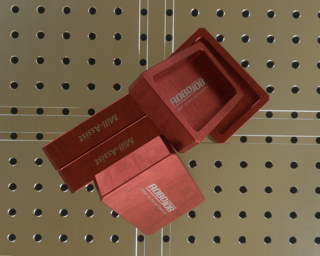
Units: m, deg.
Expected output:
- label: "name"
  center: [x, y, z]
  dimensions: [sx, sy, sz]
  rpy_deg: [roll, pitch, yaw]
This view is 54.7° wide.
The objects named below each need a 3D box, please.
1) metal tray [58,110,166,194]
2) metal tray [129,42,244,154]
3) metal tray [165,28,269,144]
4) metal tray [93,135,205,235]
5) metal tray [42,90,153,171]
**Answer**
- label: "metal tray"
  center: [-0.049, 0.025, 0.379]
  dimensions: [0.130, 0.090, 0.030]
  rpy_deg: [-32, 90, 0]
- label: "metal tray"
  center: [0.036, -0.041, 0.357]
  dimensions: [0.090, 0.030, 0.131]
  rpy_deg: [51, 45, 0]
- label: "metal tray"
  center: [0.066, -0.054, 0.410]
  dimensions: [0.090, 0.030, 0.130]
  rpy_deg: [-44, 91, 0]
- label: "metal tray"
  center: [-0.006, 0.074, 0.367]
  dimensions: [0.090, 0.130, 0.030]
  rpy_deg: [-32, 49, 0]
- label: "metal tray"
  center: [-0.067, 0.000, 0.380]
  dimensions: [0.130, 0.090, 0.030]
  rpy_deg: [-32, 90, 0]
